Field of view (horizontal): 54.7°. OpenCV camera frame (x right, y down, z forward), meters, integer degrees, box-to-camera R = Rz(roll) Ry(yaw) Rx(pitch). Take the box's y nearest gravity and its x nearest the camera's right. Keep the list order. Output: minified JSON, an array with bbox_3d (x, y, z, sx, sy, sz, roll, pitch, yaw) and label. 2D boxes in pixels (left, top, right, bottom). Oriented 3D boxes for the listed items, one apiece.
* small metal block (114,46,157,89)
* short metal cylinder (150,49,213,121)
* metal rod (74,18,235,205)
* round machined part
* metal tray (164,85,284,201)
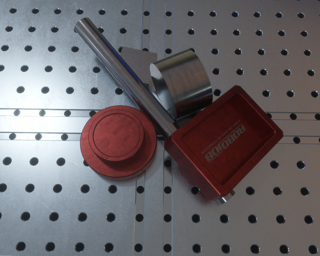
[{"bbox_3d":[-0.034,-0.084,0.442,0.050,0.025,0.050,13,70,4],"label":"small metal block"},{"bbox_3d":[0.027,-0.055,0.403,0.050,0.080,0.080,-24,72,-9],"label":"short metal cylinder"},{"bbox_3d":[-0.011,-0.027,0.404,0.025,0.025,0.300,-38,83,-13],"label":"metal rod"},{"bbox_3d":[-0.053,0.015,0.396,0.099,0.042,0.098,0,70,-1],"label":"round machined part"},{"bbox_3d":[0.081,0.014,0.382,0.131,0.030,0.090,-37,81,-28],"label":"metal tray"}]
